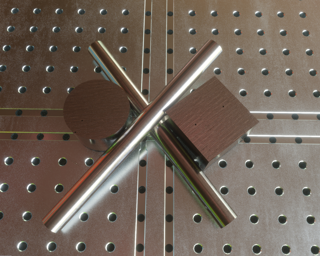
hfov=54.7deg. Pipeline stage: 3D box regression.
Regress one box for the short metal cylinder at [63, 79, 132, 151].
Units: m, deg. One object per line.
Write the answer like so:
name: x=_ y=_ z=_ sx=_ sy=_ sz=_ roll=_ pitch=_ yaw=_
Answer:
short metal cylinder: x=-0.077 y=-0.016 z=0.400 sx=0.081 sy=0.050 sz=0.080 roll=0 pitch=70 yaw=0

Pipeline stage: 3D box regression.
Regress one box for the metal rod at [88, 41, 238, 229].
metal rod: x=-0.006 y=-0.003 z=0.408 sx=0.025 sy=0.025 sz=0.300 roll=-34 pitch=74 yaw=-12

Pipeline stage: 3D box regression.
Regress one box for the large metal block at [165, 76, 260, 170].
large metal block: x=0.063 y=-0.005 z=0.396 sx=0.080 sy=0.050 sz=0.080 roll=-37 pitch=74 yaw=-12

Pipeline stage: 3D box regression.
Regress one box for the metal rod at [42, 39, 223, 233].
metal rod: x=-0.029 y=0.005 z=0.383 sx=0.025 sy=0.025 sz=0.300 roll=41 pitch=83 yaw=13
